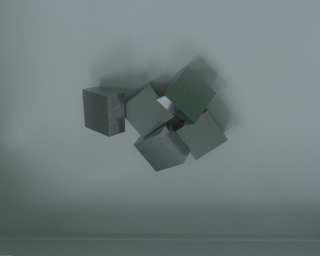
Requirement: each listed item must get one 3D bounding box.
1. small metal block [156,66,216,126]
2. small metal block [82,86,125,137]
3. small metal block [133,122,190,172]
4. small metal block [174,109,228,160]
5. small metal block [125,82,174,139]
[{"bbox_3d":[0.033,-0.039,0.383,0.050,0.025,0.050,41,70,-14],"label":"small metal block"},{"bbox_3d":[-0.070,-0.022,0.386,0.050,0.025,0.050,18,116,40],"label":"small metal block"},{"bbox_3d":[0.002,0.026,0.407,0.050,0.025,0.050,-23,112,41],"label":"small metal block"},{"bbox_3d":[0.054,0.006,0.413,0.050,0.025,0.050,-34,107,11],"label":"small metal block"},{"bbox_3d":[-0.017,-0.023,0.401,0.050,0.025,0.050,-36,107,12],"label":"small metal block"}]
